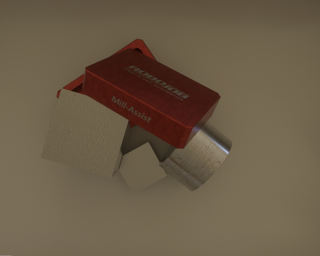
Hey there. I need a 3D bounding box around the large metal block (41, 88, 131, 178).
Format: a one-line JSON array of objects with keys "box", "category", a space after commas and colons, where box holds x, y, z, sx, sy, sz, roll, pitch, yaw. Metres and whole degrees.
[{"box": [-0.081, 0.006, 0.364, 0.080, 0.050, 0.080, 16, 90, -1], "category": "large metal block"}]

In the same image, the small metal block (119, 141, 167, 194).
[{"box": [-0.025, 0.051, 0.410, 0.050, 0.025, 0.050, -29, 90, -1], "category": "small metal block"}]

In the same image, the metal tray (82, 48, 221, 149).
[{"box": [-0.008, -0.039, 0.348, 0.130, 0.090, 0.030, 30, 128, 14], "category": "metal tray"}]

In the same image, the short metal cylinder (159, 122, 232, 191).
[{"box": [0.043, 0.031, 0.384, 0.050, 0.080, 0.080, 39, 90, -1], "category": "short metal cylinder"}]

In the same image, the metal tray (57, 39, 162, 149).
[{"box": [-0.054, -0.043, 0.406, 0.130, 0.030, 0.090, -34, 90, -1], "category": "metal tray"}]
